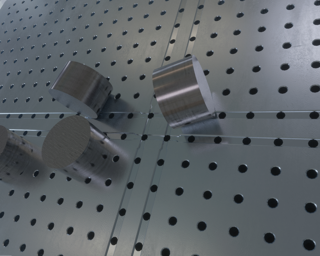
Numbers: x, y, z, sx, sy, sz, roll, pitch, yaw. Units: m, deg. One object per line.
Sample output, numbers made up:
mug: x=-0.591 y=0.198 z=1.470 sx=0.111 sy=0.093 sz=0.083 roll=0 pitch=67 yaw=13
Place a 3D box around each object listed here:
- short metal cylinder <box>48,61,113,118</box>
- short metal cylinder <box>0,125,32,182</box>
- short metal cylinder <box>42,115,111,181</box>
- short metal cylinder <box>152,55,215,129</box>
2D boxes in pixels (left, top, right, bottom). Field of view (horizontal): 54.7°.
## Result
short metal cylinder: x=-0.119 y=-0.057 z=0.470 sx=0.080 sy=0.080 sz=0.050 roll=14 pitch=69 yaw=34
short metal cylinder: x=-0.258 y=0.042 z=0.502 sx=0.080 sy=0.050 sz=0.080 roll=-13 pitch=56 yaw=21
short metal cylinder: x=-0.117 y=0.029 z=0.436 sx=0.080 sy=0.050 sz=0.080 roll=-13 pitch=56 yaw=21
short metal cylinder: x=0.031 y=-0.044 z=0.383 sx=0.050 sy=0.080 sz=0.080 roll=-18 pitch=55 yaw=18
